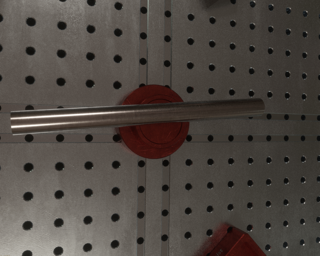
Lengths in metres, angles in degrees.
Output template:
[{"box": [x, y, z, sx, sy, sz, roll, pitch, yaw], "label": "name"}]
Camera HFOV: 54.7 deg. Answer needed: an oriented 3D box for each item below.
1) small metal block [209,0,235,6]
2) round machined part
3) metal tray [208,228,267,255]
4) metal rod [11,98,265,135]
[{"box": [0.093, -0.211, 0.448, 0.050, 0.025, 0.050, -21, 97, -19], "label": "small metal block"}, {"box": [-0.006, -0.008, 0.402, 0.099, 0.042, 0.097, 0, 90, -20], "label": "round machined part"}, {"box": [0.100, 0.224, 0.448, 0.130, 0.030, 0.090, -43, 104, -15], "label": "metal tray"}, {"box": [-0.008, -0.017, 0.365, 0.303, 0.025, 0.025, -5, 92, -20], "label": "metal rod"}]
